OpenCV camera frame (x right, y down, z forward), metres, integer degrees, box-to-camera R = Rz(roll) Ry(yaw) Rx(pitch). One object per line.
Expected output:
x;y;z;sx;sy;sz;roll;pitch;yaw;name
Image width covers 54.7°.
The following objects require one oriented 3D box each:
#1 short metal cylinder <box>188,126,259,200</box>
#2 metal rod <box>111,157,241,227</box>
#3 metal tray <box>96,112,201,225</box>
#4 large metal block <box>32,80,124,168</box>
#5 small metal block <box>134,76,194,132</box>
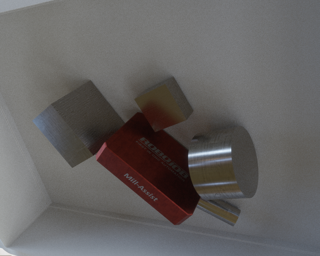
0.075;0.041;0.356;0.050;0.080;0.080;-12;113;34;short metal cylinder
-0.027;0.061;0.457;0.301;0.025;0.025;25;127;12;metal rod
-0.004;0.047;0.394;0.130;0.090;0.030;40;128;1;metal tray
-0.107;-0.007;0.421;0.050;0.080;0.080;-29;102;37;large metal block
0.005;-0.029;0.384;0.050;0.025;0.050;-22;107;35;small metal block
